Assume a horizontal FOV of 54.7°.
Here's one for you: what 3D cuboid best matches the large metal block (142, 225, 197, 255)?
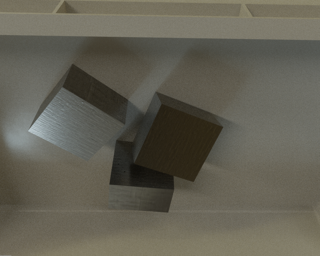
[{"bbox_3d":[0.020,0.240,0.600,0.080,0.050,0.080,-19,128,15],"label":"large metal block"}]

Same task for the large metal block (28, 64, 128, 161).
[{"bbox_3d":[-0.097,-0.016,0.377,0.080,0.050,0.080,33,123,-25],"label":"large metal block"}]

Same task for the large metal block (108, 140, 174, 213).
[{"bbox_3d":[-0.026,0.066,0.429,0.081,0.080,0.050,6,130,-5],"label":"large metal block"}]

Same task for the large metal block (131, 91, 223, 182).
[{"bbox_3d":[0.018,0.011,0.387,0.080,0.050,0.079,20,108,-17],"label":"large metal block"}]
